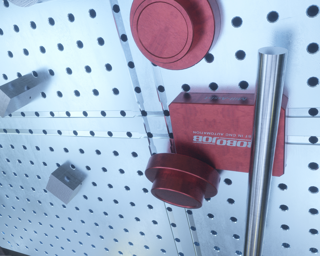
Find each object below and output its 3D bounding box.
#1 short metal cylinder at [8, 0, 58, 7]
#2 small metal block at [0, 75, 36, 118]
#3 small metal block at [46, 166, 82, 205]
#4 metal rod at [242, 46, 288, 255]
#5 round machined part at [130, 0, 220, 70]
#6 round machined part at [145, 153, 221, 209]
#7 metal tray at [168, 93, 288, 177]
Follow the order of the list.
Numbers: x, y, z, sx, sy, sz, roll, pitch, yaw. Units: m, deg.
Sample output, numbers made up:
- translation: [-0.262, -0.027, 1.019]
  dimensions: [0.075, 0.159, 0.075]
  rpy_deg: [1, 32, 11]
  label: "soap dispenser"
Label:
- translation: [-0.149, -0.186, 0.359]
  dimensions: [0.080, 0.050, 0.079]
  rpy_deg: [13, 124, 21]
  label: "short metal cylinder"
- translation: [-0.230, -0.049, 0.486]
  dimensions: [0.025, 0.050, 0.050]
  rpy_deg: [44, 129, -2]
  label: "small metal block"
- translation: [-0.178, 0.106, 0.571]
  dimensions: [0.050, 0.025, 0.050]
  rpy_deg: [36, 129, 4]
  label: "small metal block"
- translation: [0.112, 0.060, 0.349]
  dimensions: [0.025, 0.025, 0.298]
  rpy_deg: [9, 123, 23]
  label: "metal rod"
- translation: [0.010, -0.107, 0.328]
  dimensions: [0.098, 0.042, 0.097]
  rpy_deg: [13, 124, 21]
  label: "round machined part"
- translation: [0.026, 0.074, 0.405]
  dimensions: [0.098, 0.042, 0.098]
  rpy_deg: [14, 153, 8]
  label: "round machined part"
- translation: [0.081, 0.006, 0.369]
  dimensions: [0.130, 0.030, 0.089]
  rpy_deg: [4, 120, 26]
  label: "metal tray"
